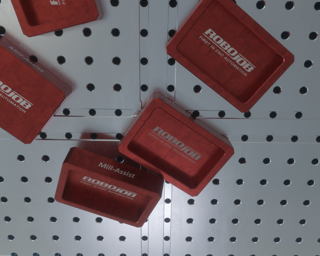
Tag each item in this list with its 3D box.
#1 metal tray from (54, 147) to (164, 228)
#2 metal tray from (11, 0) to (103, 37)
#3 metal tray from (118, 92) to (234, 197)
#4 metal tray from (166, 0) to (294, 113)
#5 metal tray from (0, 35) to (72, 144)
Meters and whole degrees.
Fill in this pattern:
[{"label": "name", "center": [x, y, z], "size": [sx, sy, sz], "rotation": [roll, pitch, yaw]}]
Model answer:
[{"label": "metal tray", "center": [-0.071, 0.084, 0.424], "size": [0.131, 0.030, 0.089], "rotation": [20, 130, -8]}, {"label": "metal tray", "center": [-0.127, -0.177, 0.344], "size": [0.090, 0.030, 0.129], "rotation": [-13, 110, 4]}, {"label": "metal tray", "center": [0.021, 0.024, 0.419], "size": [0.130, 0.030, 0.090], "rotation": [33, 107, -12]}, {"label": "metal tray", "center": [0.083, -0.091, 0.377], "size": [0.130, 0.030, 0.090], "rotation": [36, 106, -13]}, {"label": "metal tray", "center": [-0.192, -0.052, 0.390], "size": [0.130, 0.030, 0.090], "rotation": [38, 106, -13]}]
